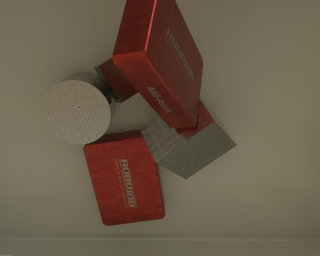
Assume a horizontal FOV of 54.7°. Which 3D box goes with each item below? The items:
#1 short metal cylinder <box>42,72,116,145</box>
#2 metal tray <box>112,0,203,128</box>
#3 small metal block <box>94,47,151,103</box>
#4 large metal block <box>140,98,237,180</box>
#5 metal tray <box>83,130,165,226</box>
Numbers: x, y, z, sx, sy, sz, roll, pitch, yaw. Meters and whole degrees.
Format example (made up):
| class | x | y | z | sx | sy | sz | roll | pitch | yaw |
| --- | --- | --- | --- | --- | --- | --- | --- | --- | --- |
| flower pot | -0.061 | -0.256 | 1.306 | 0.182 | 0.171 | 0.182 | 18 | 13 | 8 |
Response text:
| class | x | y | z | sx | sy | sz | roll | pitch | yaw |
| --- | --- | --- | --- | --- | --- | --- | --- | --- | --- |
| short metal cylinder | -0.098 | -0.026 | 0.387 | 0.081 | 0.050 | 0.079 | 0 | 110 | 0 |
| metal tray | 0.007 | -0.066 | 0.305 | 0.030 | 0.090 | 0.130 | -2 | 154 | 24 |
| small metal block | -0.043 | -0.065 | 0.376 | 0.050 | 0.025 | 0.050 | -36 | 109 | -17 |
| large metal block | 0.037 | 0.012 | 0.383 | 0.080 | 0.050 | 0.080 | -36 | 144 | 12 |
| metal tray | -0.046 | 0.071 | 0.434 | 0.091 | 0.030 | 0.129 | -8 | 110 | 2 |
